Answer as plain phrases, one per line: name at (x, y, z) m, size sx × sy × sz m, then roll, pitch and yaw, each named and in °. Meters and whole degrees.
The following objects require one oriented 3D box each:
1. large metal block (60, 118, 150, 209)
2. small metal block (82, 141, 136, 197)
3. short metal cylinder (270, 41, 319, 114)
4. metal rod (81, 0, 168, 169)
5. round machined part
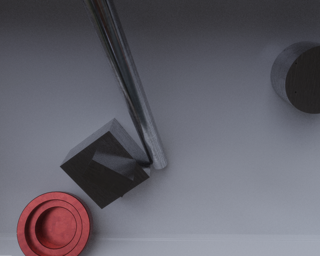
large metal block at (-0.069, 0.047, 0.414) m, size 0.080 × 0.050 × 0.080 m, roll -35°, pitch 107°, yaw 12°
small metal block at (-0.057, 0.047, 0.361) m, size 0.050 × 0.050 × 0.025 m, roll 30°, pitch 107°, yaw -11°
short metal cylinder at (0.184, -0.063, 0.378) m, size 0.081 × 0.050 × 0.079 m, roll 0°, pitch 110°, yaw -1°
metal rod at (-0.033, -0.050, 0.322) m, size 0.025 × 0.025 × 0.299 m, roll -14°, pitch 137°, yaw 5°
round machined part at (-0.143, 0.139, 0.437) m, size 0.099 × 0.042 × 0.098 m, roll 0°, pitch 78°, yaw -1°
